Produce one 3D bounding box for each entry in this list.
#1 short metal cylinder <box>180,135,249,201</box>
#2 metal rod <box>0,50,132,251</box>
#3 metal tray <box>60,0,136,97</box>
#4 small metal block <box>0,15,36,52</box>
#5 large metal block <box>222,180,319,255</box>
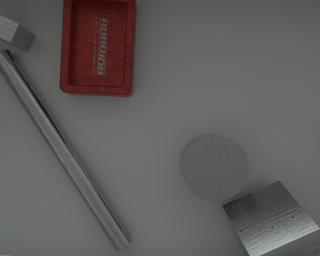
[{"bbox_3d":[0.068,0.049,0.400,0.081,0.050,0.079,0,90,-1],"label":"short metal cylinder"},{"bbox_3d":[-0.129,0.030,0.409,0.025,0.025,0.299,-33,90,0],"label":"metal rod"},{"bbox_3d":[-0.080,-0.108,0.407,0.091,0.030,0.129,3,90,-1],"label":"metal tray"},{"bbox_3d":[-0.197,-0.124,0.396,0.050,0.050,0.025,24,90,-1],"label":"small metal block"},{"bbox_3d":[0.134,0.123,0.379,0.080,0.080,0.050,-24,124,0],"label":"large metal block"}]
